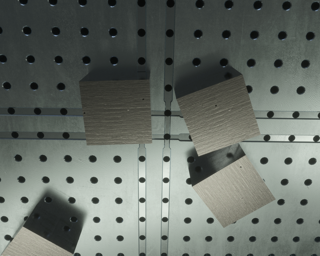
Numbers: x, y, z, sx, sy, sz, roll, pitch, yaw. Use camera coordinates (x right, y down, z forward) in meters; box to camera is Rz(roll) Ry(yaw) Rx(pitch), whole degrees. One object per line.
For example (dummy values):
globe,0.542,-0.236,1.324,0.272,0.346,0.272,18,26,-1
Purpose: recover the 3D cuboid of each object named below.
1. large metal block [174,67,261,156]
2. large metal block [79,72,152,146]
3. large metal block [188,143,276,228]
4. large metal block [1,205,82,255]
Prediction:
large metal block,0.071,-0.021,0.393,0.080,0.050,0.080,-20,109,7
large metal block,-0.051,-0.026,0.390,0.081,0.050,0.079,-2,110,0
large metal block,0.098,0.077,0.430,0.080,0.050,0.080,-33,107,11
large metal block,-0.179,0.177,0.463,0.080,0.050,0.080,36,106,-13
